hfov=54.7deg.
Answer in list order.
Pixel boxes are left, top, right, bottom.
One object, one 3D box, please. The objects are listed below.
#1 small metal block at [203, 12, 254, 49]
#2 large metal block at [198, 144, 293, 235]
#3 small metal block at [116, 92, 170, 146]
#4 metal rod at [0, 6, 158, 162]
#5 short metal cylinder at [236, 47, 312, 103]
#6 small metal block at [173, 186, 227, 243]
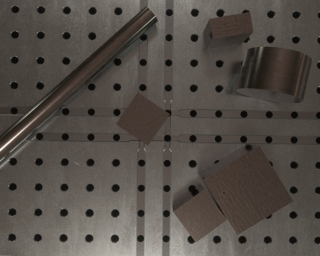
[{"bbox_3d":[0.087,-0.125,0.402,0.050,0.050,0.025,-10,90,0],"label":"small metal block"},{"bbox_3d":[0.108,0.076,0.402,0.080,0.050,0.080,-31,90,0],"label":"large metal block"},{"bbox_3d":[-0.022,-0.012,0.413,0.050,0.025,0.050,34,90,-1],"label":"small metal block"},{"bbox_3d":[-0.123,-0.052,0.411,0.300,0.025,0.025,-42,91,-1],"label":"metal rod"},{"bbox_3d":[0.141,-0.064,0.388,0.080,0.080,0.050,12,90,-1],"label":"short metal cylinder"},{"bbox_3d":[0.052,0.114,0.414,0.050,0.025,0.050,-36,90,0],"label":"small metal block"}]
